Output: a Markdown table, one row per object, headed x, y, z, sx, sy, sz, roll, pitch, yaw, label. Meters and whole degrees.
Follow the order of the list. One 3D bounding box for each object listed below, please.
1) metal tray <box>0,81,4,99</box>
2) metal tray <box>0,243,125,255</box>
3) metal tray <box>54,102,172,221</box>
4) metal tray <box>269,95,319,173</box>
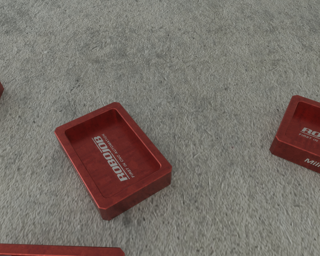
| x | y | z | sx | sy | sz | roll | pitch | yaw | label |
| --- | --- | --- | --- | --- | --- | --- | --- | --- | --- |
| -0.299 | -0.036 | 0.428 | 0.131 | 0.030 | 0.090 | -1 | 50 | -2 | metal tray |
| -0.099 | 0.153 | 0.270 | 0.131 | 0.030 | 0.090 | 2 | 50 | 1 | metal tray |
| -0.058 | 0.033 | 0.371 | 0.091 | 0.030 | 0.130 | -27 | 55 | -21 | metal tray |
| 0.216 | 0.017 | 0.387 | 0.130 | 0.030 | 0.090 | 23 | 54 | 18 | metal tray |
